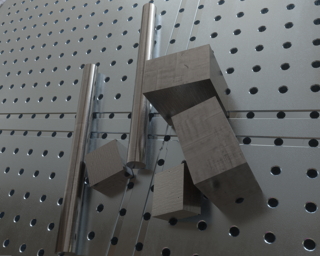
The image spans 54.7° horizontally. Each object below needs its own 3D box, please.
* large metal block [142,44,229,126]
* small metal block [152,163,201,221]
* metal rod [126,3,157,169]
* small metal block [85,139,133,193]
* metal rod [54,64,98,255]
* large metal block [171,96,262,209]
[{"bbox_3d":[0.035,-0.049,0.385,0.080,0.080,0.050,-10,58,23],"label":"large metal block"},{"bbox_3d":[0.018,0.072,0.342,0.050,0.025,0.050,-29,47,43],"label":"small metal block"},{"bbox_3d":[-0.024,-0.081,0.471,0.025,0.025,0.299,-11,57,22],"label":"metal rod"},{"bbox_3d":[-0.069,0.050,0.414,0.050,0.025,0.050,-28,52,10],"label":"small metal block"},{"bbox_3d":[-0.117,0.025,0.454,0.025,0.025,0.299,-14,56,20],"label":"metal rod"},{"bbox_3d":[0.060,0.028,0.325,0.050,0.080,0.080,-26,53,12],"label":"large metal block"}]
